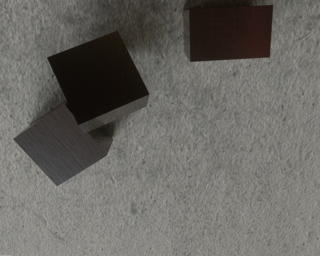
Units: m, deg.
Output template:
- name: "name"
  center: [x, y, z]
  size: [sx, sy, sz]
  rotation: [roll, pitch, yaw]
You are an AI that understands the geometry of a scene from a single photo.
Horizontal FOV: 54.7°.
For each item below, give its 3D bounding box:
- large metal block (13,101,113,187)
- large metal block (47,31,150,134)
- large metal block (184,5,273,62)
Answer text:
- name: "large metal block"
  center: [-0.120, 0.014, 0.399]
  size: [0.080, 0.050, 0.080]
  rotation: [-32, 108, 12]
- name: "large metal block"
  center: [-0.067, -0.050, 0.350]
  size: [0.080, 0.050, 0.080]
  rotation: [-25, 83, -11]
- name: "large metal block"
  center: [0.069, -0.106, 0.342]
  size: [0.081, 0.080, 0.050]
  rotation: [-3, 110, 1]
